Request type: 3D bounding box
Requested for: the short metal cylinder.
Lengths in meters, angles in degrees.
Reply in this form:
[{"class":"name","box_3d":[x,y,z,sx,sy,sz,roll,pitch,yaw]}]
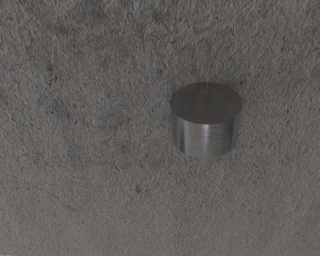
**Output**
[{"class":"short metal cylinder","box_3d":[0.053,-0.011,0.362,0.080,0.080,0.050,-3,130,2]}]
